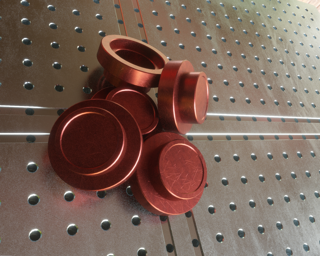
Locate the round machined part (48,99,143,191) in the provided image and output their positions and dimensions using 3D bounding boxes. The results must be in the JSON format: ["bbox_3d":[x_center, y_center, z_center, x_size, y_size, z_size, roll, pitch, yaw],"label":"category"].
[{"bbox_3d":[-0.068,0.016,0.321,0.099,0.042,0.098,0,78,2],"label":"round machined part"}]

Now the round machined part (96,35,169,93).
[{"bbox_3d":[-0.037,-0.081,0.414,0.099,0.042,0.098,19,33,-13],"label":"round machined part"}]

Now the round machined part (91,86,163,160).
[{"bbox_3d":[-0.041,-0.013,0.383,0.099,0.042,0.098,14,56,-21],"label":"round machined part"}]

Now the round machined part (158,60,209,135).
[{"bbox_3d":[0.036,-0.040,0.404,0.042,0.098,0.098,4,49,23],"label":"round machined part"}]

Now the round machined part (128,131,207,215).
[{"bbox_3d":[0.016,0.051,0.360,0.099,0.042,0.098,12,67,-31],"label":"round machined part"}]
